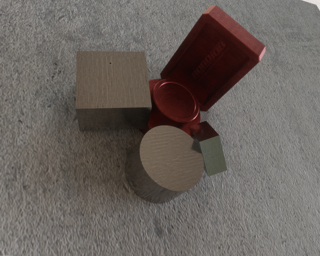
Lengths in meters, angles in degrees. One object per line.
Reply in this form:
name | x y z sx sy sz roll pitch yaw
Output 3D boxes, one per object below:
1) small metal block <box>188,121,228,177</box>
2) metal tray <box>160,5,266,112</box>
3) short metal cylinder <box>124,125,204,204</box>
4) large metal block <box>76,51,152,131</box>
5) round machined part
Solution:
small metal block | 0.060 0.025 0.394 0.025 0.050 0.050 -19 113 -3
metal tray | 0.067 -0.090 0.429 0.090 0.129 0.030 39 51 -2
short metal cylinder | 0.004 0.044 0.367 0.081 0.050 0.080 14 56 -21
large metal block | -0.057 -0.044 0.371 0.081 0.050 0.080 -2 62 -10
round machined part | 0.013 -0.028 0.421 0.099 0.042 0.098 14 56 -21
